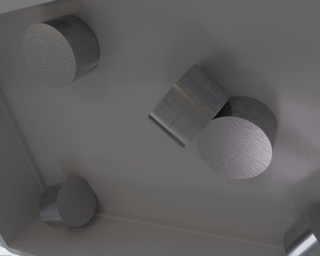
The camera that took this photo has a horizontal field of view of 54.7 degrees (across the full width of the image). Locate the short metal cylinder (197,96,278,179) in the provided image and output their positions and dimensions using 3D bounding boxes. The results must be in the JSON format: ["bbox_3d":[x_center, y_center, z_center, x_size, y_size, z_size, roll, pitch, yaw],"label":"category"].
[{"bbox_3d":[0.088,0.011,0.352,0.080,0.050,0.079,13,125,20],"label":"short metal cylinder"}]

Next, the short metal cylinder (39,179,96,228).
[{"bbox_3d":[-0.160,0.132,0.539,0.050,0.080,0.080,-18,109,35],"label":"short metal cylinder"}]

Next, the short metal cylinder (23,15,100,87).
[{"bbox_3d":[-0.125,-0.099,0.397,0.080,0.050,0.079,13,124,21],"label":"short metal cylinder"}]

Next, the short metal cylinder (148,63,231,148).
[{"bbox_3d":[0.032,-0.024,0.341,0.050,0.080,0.080,41,129,0],"label":"short metal cylinder"}]

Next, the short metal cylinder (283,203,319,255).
[{"bbox_3d":[0.192,0.134,0.355,0.080,0.080,0.050,29,128,9],"label":"short metal cylinder"}]
